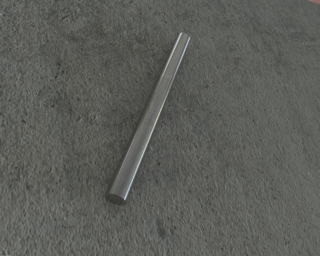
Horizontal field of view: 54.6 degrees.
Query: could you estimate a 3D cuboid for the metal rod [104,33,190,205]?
[{"bbox_3d":[-0.005,-0.035,0.422,0.025,0.025,0.300,29,52,-10],"label":"metal rod"}]
